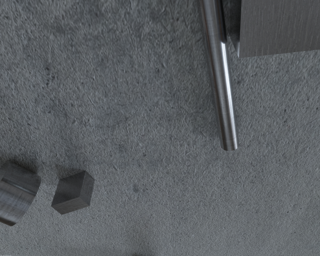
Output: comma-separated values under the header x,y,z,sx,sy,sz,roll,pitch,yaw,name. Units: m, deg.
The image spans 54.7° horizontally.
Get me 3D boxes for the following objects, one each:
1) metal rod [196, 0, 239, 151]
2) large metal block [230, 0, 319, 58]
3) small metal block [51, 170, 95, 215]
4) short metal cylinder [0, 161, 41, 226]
x,y,z,sx,sy,sz,roll,pitch,yaw,name
0.060,-0.087,0.333,0.025,0.025,0.299,-11,130,9,metal rod
0.112,-0.118,0.292,0.080,0.050,0.080,-6,130,4,large metal block
-0.132,0.099,0.473,0.050,0.050,0.025,-20,127,16,small metal block
-0.218,0.094,0.448,0.050,0.080,0.080,37,121,-27,short metal cylinder
